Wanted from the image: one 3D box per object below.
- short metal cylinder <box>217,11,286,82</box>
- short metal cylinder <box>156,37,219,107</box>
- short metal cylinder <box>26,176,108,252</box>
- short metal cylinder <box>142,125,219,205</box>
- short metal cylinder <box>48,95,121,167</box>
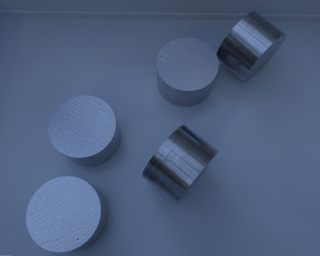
[{"bbox_3d":[0.123,-0.109,0.421,0.080,0.080,0.050,-42,75,-14],"label":"short metal cylinder"},{"bbox_3d":[0.036,-0.075,0.424,0.081,0.050,0.080,0,70,0],"label":"short metal cylinder"},{"bbox_3d":[-0.104,0.100,0.359,0.081,0.050,0.080,0,70,0],"label":"short metal cylinder"},{"bbox_3d":[0.024,0.043,0.365,0.050,0.080,0.080,39,75,13],"label":"short metal cylinder"},{"bbox_3d":[-0.093,0.005,0.394,0.081,0.050,0.080,0,70,0],"label":"short metal cylinder"}]
